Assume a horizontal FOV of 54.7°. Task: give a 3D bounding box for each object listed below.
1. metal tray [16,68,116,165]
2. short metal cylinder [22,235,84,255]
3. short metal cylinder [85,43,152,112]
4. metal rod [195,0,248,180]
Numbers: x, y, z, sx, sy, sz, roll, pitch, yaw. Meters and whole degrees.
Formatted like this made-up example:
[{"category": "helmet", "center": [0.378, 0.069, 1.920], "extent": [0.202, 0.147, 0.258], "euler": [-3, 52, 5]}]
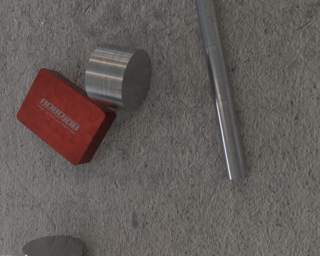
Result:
[{"category": "metal tray", "center": [-0.140, -0.018, 0.456], "extent": [0.130, 0.030, 0.090], "euler": [35, 101, 16]}, {"category": "short metal cylinder", "center": [-0.149, 0.190, 0.432], "extent": [0.080, 0.080, 0.050], "euler": [4, 92, 20]}, {"category": "short metal cylinder", "center": [-0.051, -0.064, 0.398], "extent": [0.050, 0.080, 0.080], "euler": [15, 95, 19]}, {"category": "metal rod", "center": [0.069, -0.087, 0.384], "extent": [0.025, 0.025, 0.298], "euler": [-11, 86, 19]}]
